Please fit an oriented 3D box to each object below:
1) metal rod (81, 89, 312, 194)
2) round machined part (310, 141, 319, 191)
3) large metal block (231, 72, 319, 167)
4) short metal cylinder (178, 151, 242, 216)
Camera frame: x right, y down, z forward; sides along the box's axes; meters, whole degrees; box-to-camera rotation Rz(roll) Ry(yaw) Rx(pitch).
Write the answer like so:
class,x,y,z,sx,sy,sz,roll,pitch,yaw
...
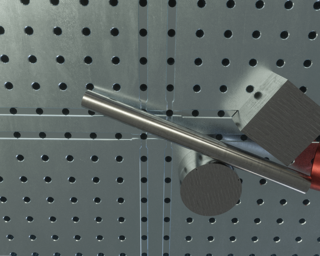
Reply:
class,x,y,z,sx,sy,sz,roll,pitch,yaw
metal rod,0.045,0.017,0.396,0.301,0.025,0.025,21,109,1
round machined part,0.227,0.053,0.406,0.042,0.099,0.097,13,114,33
large metal block,0.154,-0.012,0.397,0.080,0.050,0.080,35,106,-12
short metal cylinder,0.067,0.073,0.427,0.081,0.050,0.079,0,111,0
